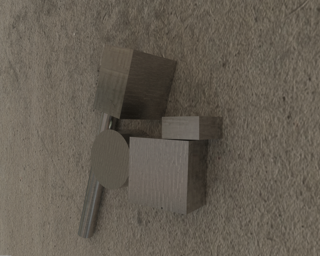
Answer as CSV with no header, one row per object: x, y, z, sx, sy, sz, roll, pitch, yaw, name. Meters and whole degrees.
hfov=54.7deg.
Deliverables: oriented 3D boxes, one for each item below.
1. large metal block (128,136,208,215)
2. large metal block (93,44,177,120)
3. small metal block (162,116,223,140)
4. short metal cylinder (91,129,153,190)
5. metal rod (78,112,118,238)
0.010,0.052,0.375,0.080,0.050,0.079,3,92,33,large metal block
-0.030,-0.056,0.394,0.050,0.081,0.079,21,104,38,large metal block
0.038,0.000,0.358,0.050,0.050,0.025,1,91,40,small metal block
-0.051,0.041,0.431,0.080,0.050,0.080,0,91,40,short metal cylinder
-0.088,0.030,0.477,0.025,0.025,0.298,22,104,38,metal rod
